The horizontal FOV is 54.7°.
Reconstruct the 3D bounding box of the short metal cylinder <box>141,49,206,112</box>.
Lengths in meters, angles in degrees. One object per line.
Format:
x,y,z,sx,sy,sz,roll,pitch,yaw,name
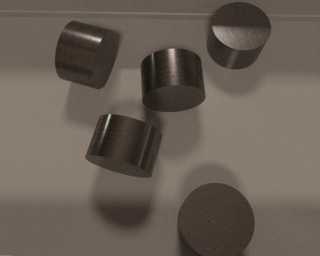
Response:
0.016,-0.059,0.402,0.081,0.080,0.050,-3,70,-2,short metal cylinder

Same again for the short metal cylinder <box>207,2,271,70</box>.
0.111,-0.132,0.446,0.081,0.050,0.080,0,70,0,short metal cylinder

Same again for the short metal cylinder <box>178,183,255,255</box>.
0.062,0.107,0.358,0.081,0.050,0.080,0,70,0,short metal cylinder

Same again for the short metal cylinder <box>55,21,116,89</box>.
-0.097,-0.097,0.415,0.050,0.080,0.080,16,71,5,short metal cylinder

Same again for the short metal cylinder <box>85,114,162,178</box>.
-0.042,0.023,0.371,0.080,0.080,0.050,14,71,4,short metal cylinder
